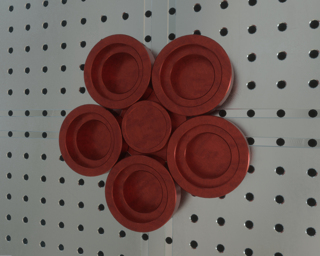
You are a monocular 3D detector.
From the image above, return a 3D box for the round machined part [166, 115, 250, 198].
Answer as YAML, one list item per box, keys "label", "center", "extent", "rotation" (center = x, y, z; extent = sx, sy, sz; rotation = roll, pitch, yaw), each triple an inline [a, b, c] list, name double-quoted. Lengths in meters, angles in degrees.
- label: "round machined part"
  center: [0.061, 0.033, 0.382]
  extent: [0.098, 0.042, 0.097]
  rotation: [0, 90, 20]

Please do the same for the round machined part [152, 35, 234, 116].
- label: "round machined part"
  center: [0.043, -0.063, 0.388]
  extent: [0.098, 0.042, 0.097]
  rotation: [0, 90, 20]

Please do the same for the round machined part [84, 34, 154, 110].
- label: "round machined part"
  center: [-0.050, -0.073, 0.421]
  extent: [0.098, 0.042, 0.097]
  rotation: [0, 90, 20]

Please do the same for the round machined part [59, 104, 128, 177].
- label: "round machined part"
  center: [-0.088, 0.016, 0.435]
  extent: [0.098, 0.042, 0.097]
  rotation: [0, 90, 20]

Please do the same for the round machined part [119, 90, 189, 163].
- label: "round machined part"
  center: [-0.011, -0.001, 0.407]
  extent: [0.098, 0.042, 0.097]
  rotation: [0, 90, 20]

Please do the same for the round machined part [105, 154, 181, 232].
- label: "round machined part"
  center: [-0.019, 0.083, 0.410]
  extent: [0.098, 0.042, 0.097]
  rotation: [0, 90, 20]
